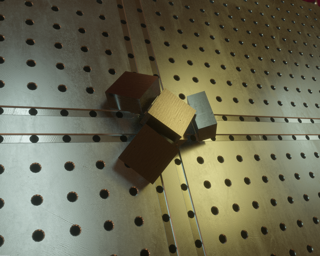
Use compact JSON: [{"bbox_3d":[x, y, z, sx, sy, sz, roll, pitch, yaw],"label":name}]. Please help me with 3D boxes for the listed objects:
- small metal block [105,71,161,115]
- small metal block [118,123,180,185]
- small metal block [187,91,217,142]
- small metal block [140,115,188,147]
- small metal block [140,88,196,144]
[{"bbox_3d":[-0.034,-0.047,0.402,0.050,0.025,0.050,14,47,24],"label":"small metal block"},{"bbox_3d":[-0.013,0.030,0.366,0.050,0.025,0.050,38,88,-2],"label":"small metal block"},{"bbox_3d":[0.058,-0.015,0.428,0.025,0.050,0.050,-17,67,0],"label":"small metal block"},{"bbox_3d":[0.004,-0.003,0.412,0.050,0.025,0.050,1,64,-27],"label":"small metal block"},{"bbox_3d":[0.011,-0.015,0.390,0.050,0.025,0.050,36,51,-5],"label":"small metal block"}]
